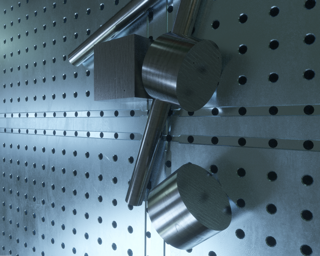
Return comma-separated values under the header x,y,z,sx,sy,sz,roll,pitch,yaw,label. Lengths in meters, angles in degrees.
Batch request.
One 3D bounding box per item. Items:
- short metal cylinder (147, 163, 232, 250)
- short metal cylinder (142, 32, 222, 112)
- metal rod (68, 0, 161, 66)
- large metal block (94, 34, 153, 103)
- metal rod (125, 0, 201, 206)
x,y,z,sx,sy,sz,roll,pitch,yaw,label
0.033,0.087,0.346,0.050,0.081,0.080,-44,64,31,short metal cylinder
0.026,-0.064,0.352,0.050,0.081,0.079,25,106,37,short metal cylinder
-0.038,-0.167,0.440,0.299,0.025,0.025,-25,75,37,metal rod
-0.047,-0.078,0.432,0.080,0.050,0.079,0,90,40,large metal block
0.003,-0.035,0.406,0.025,0.025,0.298,26,106,37,metal rod
